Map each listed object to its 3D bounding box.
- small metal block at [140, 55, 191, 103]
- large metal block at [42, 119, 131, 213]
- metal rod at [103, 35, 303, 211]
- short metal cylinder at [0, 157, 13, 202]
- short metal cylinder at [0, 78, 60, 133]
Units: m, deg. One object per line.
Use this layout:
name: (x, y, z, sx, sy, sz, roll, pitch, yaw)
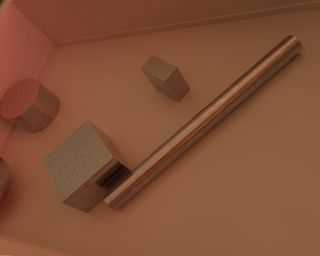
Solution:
small metal block: (0.008, -0.067, 0.426, 0.050, 0.050, 0.025, 34, 81, 38)
large metal block: (-0.095, 0.050, 0.408, 0.080, 0.050, 0.080, -41, 51, -1)
metal rod: (0.052, -0.006, 0.381, 0.300, 0.025, 0.025, -41, 51, 0)
short metal cylinder: (-0.264, 0.080, 0.447, 0.080, 0.080, 0.050, -39, 18, 2)
short metal cylinder: (-0.219, -0.038, 0.525, 0.080, 0.050, 0.080, -13, 56, 20)
